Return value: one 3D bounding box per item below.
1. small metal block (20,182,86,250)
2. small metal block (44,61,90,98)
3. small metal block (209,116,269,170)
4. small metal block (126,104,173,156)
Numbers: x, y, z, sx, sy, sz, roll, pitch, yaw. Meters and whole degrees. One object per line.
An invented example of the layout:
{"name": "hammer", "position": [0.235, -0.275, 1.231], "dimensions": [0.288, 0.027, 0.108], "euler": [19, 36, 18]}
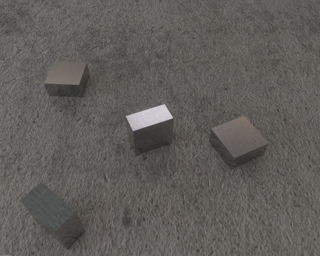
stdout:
{"name": "small metal block", "position": [-0.106, 0.089, 0.311], "dimensions": [0.050, 0.050, 0.025], "euler": [31, 57, 23]}
{"name": "small metal block", "position": [-0.138, -0.073, 0.464], "dimensions": [0.050, 0.025, 0.050], "euler": [3, 50, 2]}
{"name": "small metal block", "position": [0.098, 0.017, 0.389], "dimensions": [0.050, 0.025, 0.050], "euler": [-21, 53, -17]}
{"name": "small metal block", "position": [-0.012, 0.003, 0.384], "dimensions": [0.050, 0.050, 0.025], "euler": [-18, 53, -15]}
